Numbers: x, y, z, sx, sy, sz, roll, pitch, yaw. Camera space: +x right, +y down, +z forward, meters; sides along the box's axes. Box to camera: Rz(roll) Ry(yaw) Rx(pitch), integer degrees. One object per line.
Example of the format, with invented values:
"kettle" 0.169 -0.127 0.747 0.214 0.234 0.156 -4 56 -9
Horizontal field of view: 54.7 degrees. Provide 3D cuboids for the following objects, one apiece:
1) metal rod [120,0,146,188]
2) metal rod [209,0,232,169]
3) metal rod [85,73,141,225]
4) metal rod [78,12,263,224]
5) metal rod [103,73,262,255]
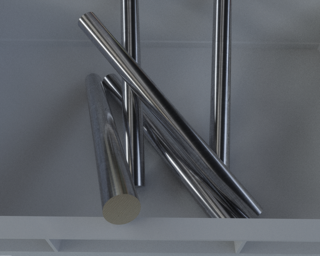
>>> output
"metal rod" -0.037 -0.076 0.395 0.025 0.025 0.299 -2 73 -2
"metal rod" 0.081 -0.095 0.405 0.025 0.025 0.299 4 75 2
"metal rod" -0.062 -0.008 0.334 0.025 0.025 0.300 -12 27 -10
"metal rod" 0.005 -0.019 0.355 0.025 0.025 0.300 -35 79 -26
"metal rod" 0.008 0.025 0.383 0.025 0.025 0.300 -27 55 -21
